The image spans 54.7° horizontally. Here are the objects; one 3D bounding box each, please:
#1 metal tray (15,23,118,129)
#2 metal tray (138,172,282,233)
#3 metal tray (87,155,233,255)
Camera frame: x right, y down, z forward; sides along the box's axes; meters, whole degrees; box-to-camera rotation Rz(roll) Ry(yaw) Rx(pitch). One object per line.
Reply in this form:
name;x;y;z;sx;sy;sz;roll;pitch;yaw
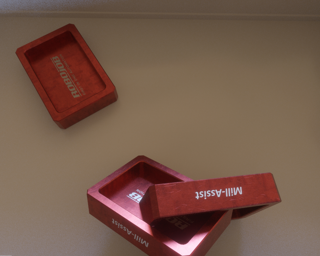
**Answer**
metal tray;-0.130;-0.074;0.433;0.090;0.030;0.130;-31;73;-11
metal tray;0.047;0.081;0.330;0.131;0.090;0.030;-3;64;-15
metal tray;-0.001;0.083;0.329;0.130;0.030;0.091;23;37;31
